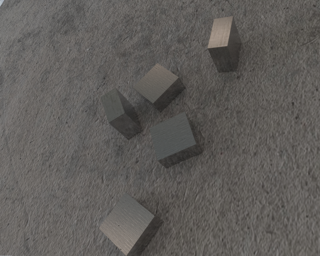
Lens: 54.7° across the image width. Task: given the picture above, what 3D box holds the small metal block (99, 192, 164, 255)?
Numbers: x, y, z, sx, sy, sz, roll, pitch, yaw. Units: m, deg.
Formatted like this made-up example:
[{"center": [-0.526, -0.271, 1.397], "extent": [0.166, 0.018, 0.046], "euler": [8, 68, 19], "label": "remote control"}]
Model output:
[{"center": [-0.033, 0.111, 0.353], "extent": [0.050, 0.025, 0.050], "euler": [29, 78, 37], "label": "small metal block"}]

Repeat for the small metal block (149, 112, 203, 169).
[{"center": [0.019, 0.015, 0.385], "extent": [0.050, 0.025, 0.050], "euler": [-25, 53, 13], "label": "small metal block"}]

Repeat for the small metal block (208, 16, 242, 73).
[{"center": [0.087, -0.109, 0.409], "extent": [0.025, 0.050, 0.050], "euler": [1, 62, 29], "label": "small metal block"}]

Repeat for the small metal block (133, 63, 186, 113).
[{"center": [-0.001, -0.057, 0.440], "extent": [0.050, 0.025, 0.050], "euler": [-46, 51, -4], "label": "small metal block"}]

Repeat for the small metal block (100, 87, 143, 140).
[{"center": [-0.052, -0.019, 0.427], "extent": [0.025, 0.050, 0.050], "euler": [-31, 52, 9], "label": "small metal block"}]
